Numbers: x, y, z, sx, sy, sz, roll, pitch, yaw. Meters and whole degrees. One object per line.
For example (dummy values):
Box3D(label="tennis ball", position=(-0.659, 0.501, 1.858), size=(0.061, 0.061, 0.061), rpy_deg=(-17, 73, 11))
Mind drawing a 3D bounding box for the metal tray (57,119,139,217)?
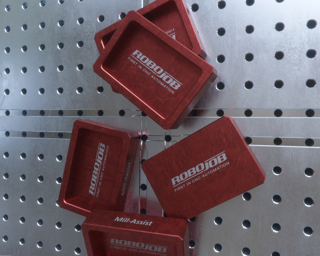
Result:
Box3D(label="metal tray", position=(-0.088, 0.060, 0.439), size=(0.090, 0.030, 0.129), rpy_deg=(14, 95, 19))

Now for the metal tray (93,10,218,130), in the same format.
Box3D(label="metal tray", position=(-0.008, -0.070, 0.379), size=(0.130, 0.030, 0.090), rpy_deg=(40, 102, 15))

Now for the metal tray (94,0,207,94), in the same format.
Box3D(label="metal tray", position=(-0.015, -0.110, 0.414), size=(0.130, 0.030, 0.090), rpy_deg=(-22, 83, 18))

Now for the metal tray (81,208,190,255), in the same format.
Box3D(label="metal tray", position=(-0.029, 0.155, 0.397), size=(0.130, 0.030, 0.089), rpy_deg=(2, 115, 16))

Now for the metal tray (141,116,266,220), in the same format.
Box3D(label="metal tray", position=(0.053, 0.054, 0.391), size=(0.130, 0.030, 0.090), rpy_deg=(-31, 80, 17))
